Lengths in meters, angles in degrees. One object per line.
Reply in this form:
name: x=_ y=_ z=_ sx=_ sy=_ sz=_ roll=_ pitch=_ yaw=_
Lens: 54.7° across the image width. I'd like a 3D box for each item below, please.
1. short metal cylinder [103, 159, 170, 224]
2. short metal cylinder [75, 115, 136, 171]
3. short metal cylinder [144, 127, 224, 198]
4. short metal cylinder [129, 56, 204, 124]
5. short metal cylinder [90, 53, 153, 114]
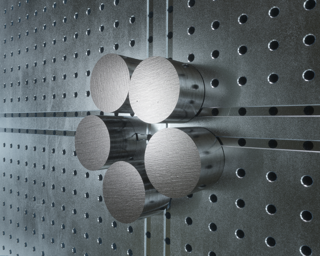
short metal cylinder: x=-0.032 y=0.083 z=0.418 sx=0.080 sy=0.050 sz=0.080 roll=0 pitch=89 yaw=40
short metal cylinder: x=-0.082 y=0.021 z=0.460 sx=0.080 sy=0.050 sz=0.079 roll=0 pitch=91 yaw=40
short metal cylinder: x=0.028 y=0.039 z=0.369 sx=0.080 sy=0.050 sz=0.079 roll=1 pitch=92 yaw=39
short metal cylinder: x=0.007 y=-0.045 z=0.386 sx=0.080 sy=0.050 sz=0.079 roll=0 pitch=91 yaw=40
short metal cylinder: x=-0.053 y=-0.061 z=0.436 sx=0.080 sy=0.050 sz=0.079 roll=0 pitch=90 yaw=39
